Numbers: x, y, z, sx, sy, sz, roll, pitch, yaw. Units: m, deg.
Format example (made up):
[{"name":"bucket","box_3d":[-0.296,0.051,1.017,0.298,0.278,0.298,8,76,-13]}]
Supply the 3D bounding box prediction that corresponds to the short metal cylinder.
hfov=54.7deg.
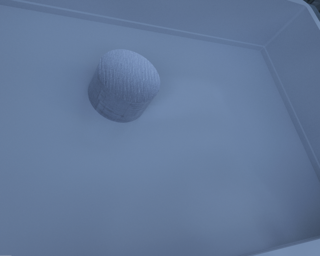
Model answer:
[{"name":"short metal cylinder","box_3d":[-0.047,-0.054,0.399,0.081,0.050,0.080,14,56,-21]}]
